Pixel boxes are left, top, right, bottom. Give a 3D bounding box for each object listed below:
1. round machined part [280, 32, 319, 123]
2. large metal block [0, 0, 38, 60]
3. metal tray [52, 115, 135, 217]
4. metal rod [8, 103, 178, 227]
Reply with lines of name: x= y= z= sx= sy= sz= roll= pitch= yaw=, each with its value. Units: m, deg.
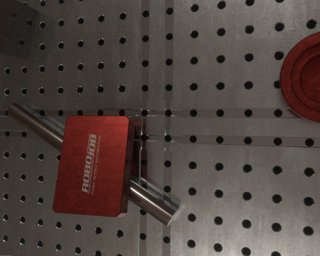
round machined part: x=0.183 y=-0.053 z=0.339 sx=0.098 sy=0.042 sz=0.097 roll=0 pitch=90 yaw=19
large metal block: x=-0.248 y=-0.157 z=0.485 sx=0.080 sy=0.050 sz=0.079 roll=15 pitch=95 yaw=19
metal tray: x=-0.086 y=0.049 z=0.414 sx=0.090 sy=0.030 sz=0.129 roll=1 pitch=75 yaw=10
metal rod: x=-0.107 y=0.045 z=0.448 sx=0.301 sy=0.025 sz=0.025 roll=31 pitch=100 yaw=17
